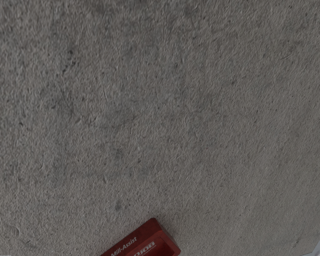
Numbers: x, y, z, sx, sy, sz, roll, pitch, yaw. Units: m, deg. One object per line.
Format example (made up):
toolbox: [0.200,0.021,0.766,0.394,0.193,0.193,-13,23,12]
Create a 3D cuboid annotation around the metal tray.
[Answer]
metal tray: [-0.039,0.218,0.516,0.130,0.030,0.090,-35,129,-5]
